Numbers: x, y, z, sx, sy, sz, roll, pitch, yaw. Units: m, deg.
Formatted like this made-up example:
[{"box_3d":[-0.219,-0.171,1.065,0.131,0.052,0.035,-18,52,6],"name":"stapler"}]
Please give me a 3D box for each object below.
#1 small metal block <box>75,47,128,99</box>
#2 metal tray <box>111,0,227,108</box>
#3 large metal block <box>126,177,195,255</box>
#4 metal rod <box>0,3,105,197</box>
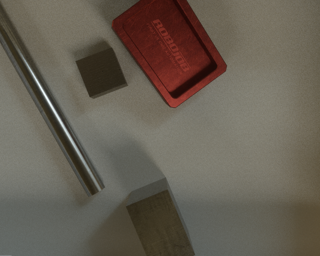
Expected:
[{"box_3d":[-0.076,-0.072,0.410,0.050,0.025,0.050,-21,90,-1],"name":"small metal block"},{"box_3d":[0.013,-0.102,0.390,0.090,0.030,0.130,-37,107,0],"name":"metal tray"},{"box_3d":[0.000,0.114,0.384,0.050,0.080,0.080,-23,90,0],"name":"large metal block"},{"box_3d":[-0.158,-0.045,0.409,0.025,0.025,0.299,-30,90,0],"name":"metal rod"}]
